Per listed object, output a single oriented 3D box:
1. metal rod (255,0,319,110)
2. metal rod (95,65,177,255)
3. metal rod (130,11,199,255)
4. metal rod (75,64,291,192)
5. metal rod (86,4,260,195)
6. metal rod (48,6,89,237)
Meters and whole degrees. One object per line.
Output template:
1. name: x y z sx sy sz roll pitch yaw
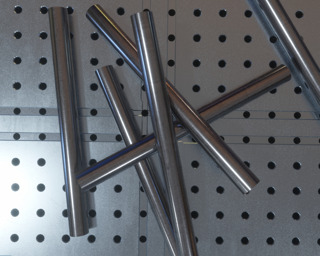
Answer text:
1. metal rod: 0.175 -0.117 0.414 0.025 0.025 0.299 -31 90 0
2. metal rod: -0.018 0.060 0.413 0.025 0.025 0.299 -22 90 0
3. metal rod: 0.008 0.019 0.366 0.025 0.025 0.298 -11 100 0
4. metal rod: 0.035 -0.004 0.396 0.301 0.025 0.025 -28 90 -7
5. metal rod: 0.007 -0.044 0.381 0.025 0.025 0.300 -41 77 0
6. metal rod: -0.121 -0.008 0.412 0.025 0.025 0.298 -5 90 0
